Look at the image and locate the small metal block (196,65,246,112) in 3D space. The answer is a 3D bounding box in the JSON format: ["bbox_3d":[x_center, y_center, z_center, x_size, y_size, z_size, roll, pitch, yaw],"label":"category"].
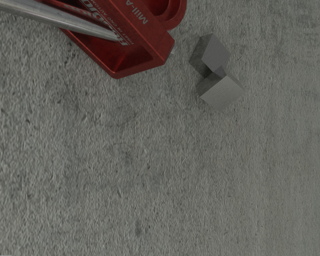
[{"bbox_3d":[0.091,-0.058,0.464,0.050,0.050,0.025,30,32,-36],"label":"small metal block"}]

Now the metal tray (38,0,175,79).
[{"bbox_3d":[-0.058,-0.109,0.312,0.130,0.090,0.030,43,59,-32],"label":"metal tray"}]

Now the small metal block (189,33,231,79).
[{"bbox_3d":[0.077,-0.106,0.471,0.050,0.025,0.050,38,67,-34],"label":"small metal block"}]

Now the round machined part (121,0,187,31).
[{"bbox_3d":[-0.016,-0.165,0.382,0.099,0.042,0.097,0,90,-40],"label":"round machined part"}]

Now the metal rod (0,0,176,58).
[{"bbox_3d":[-0.111,-0.113,0.295,0.302,0.025,0.025,7,86,-35],"label":"metal rod"}]
